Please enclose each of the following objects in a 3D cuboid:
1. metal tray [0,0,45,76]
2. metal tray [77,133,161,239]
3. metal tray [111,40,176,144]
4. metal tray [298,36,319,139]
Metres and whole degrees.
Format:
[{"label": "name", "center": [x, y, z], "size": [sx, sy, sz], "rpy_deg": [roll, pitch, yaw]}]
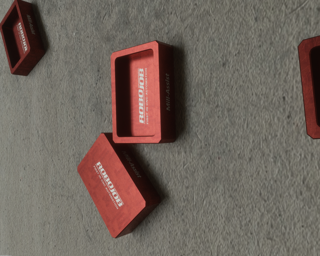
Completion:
[{"label": "metal tray", "center": [-0.286, -0.185, 0.637], "size": [0.090, 0.030, 0.130], "rpy_deg": [-33, 70, 35]}, {"label": "metal tray", "center": [-0.065, 0.081, 0.456], "size": [0.090, 0.030, 0.130], "rpy_deg": [-51, 60, 28]}, {"label": "metal tray", "center": [-0.025, -0.044, 0.421], "size": [0.090, 0.030, 0.129], "rpy_deg": [-3, 88, 40]}, {"label": "metal tray", "center": [0.186, -0.040, 0.247], "size": [0.130, 0.030, 0.089], "rpy_deg": [-7, 86, 39]}]
